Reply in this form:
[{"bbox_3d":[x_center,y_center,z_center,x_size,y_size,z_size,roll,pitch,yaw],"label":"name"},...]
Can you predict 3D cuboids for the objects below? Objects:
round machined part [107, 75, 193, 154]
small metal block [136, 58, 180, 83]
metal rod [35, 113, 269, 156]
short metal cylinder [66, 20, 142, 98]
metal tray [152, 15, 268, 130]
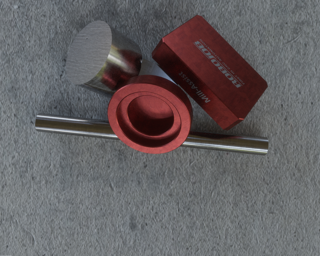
[{"bbox_3d":[-0.009,-0.020,0.372,0.098,0.042,0.097,7,126,10],"label":"round machined part"},{"bbox_3d":[-0.002,-0.062,0.397,0.050,0.050,0.025,24,90,0],"label":"small metal block"},{"bbox_3d":[-0.010,0.008,0.411,0.302,0.025,0.025,6,90,-1],"label":"metal rod"},{"bbox_3d":[-0.069,-0.082,0.378,0.080,0.050,0.080,-13,68,35],"label":"short metal cylinder"},{"bbox_3d":[0.064,-0.071,0.384,0.130,0.030,0.090,45,51,0],"label":"metal tray"}]
